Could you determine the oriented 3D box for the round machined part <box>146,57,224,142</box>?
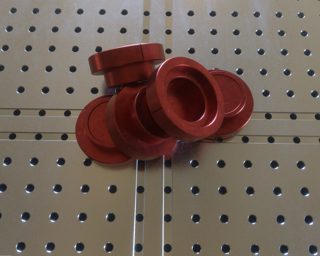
[{"bbox_3d":[0.025,-0.030,0.363,0.099,0.042,0.098,14,65,-31],"label":"round machined part"}]

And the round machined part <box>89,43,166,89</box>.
[{"bbox_3d":[-0.040,-0.078,0.406,0.099,0.098,0.042,-12,96,-5],"label":"round machined part"}]

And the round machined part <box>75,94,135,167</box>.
[{"bbox_3d":[-0.061,-0.001,0.402,0.099,0.042,0.098,0,70,-1],"label":"round machined part"}]

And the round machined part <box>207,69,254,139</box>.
[{"bbox_3d":[0.077,-0.037,0.417,0.099,0.042,0.098,0,70,-1],"label":"round machined part"}]

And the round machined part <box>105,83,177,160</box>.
[{"bbox_3d":[-0.013,-0.012,0.382,0.099,0.042,0.098,17,61,-33],"label":"round machined part"}]
